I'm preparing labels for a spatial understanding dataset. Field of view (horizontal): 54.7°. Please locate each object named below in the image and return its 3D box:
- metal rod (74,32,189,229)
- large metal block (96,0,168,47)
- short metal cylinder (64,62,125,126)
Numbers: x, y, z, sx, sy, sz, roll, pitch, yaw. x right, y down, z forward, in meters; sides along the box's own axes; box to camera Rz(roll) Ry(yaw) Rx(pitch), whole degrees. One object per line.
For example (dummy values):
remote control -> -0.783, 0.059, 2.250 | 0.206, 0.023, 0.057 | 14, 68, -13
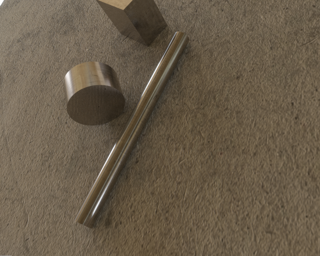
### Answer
metal rod -> -0.031, -0.010, 0.425 | 0.025, 0.025, 0.300 | 14, 69, 34
large metal block -> -0.046, -0.190, 0.509 | 0.050, 0.080, 0.080 | -50, 52, -6
short metal cylinder -> -0.096, -0.049, 0.449 | 0.080, 0.080, 0.050 | -29, 52, 10
